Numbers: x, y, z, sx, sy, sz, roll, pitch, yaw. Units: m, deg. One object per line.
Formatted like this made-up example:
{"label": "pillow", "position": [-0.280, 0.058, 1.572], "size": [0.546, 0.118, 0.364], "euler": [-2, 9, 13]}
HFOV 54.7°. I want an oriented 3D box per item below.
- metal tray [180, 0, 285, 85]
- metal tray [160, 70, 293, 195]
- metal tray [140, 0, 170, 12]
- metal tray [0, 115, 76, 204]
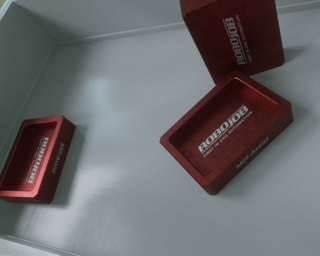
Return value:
{"label": "metal tray", "position": [0.088, -0.110, 0.359], "size": [0.090, 0.130, 0.030], "euler": [-17, 55, 18]}
{"label": "metal tray", "position": [0.075, 0.002, 0.361], "size": [0.130, 0.030, 0.090], "euler": [-43, 51, -2]}
{"label": "metal tray", "position": [0.018, -0.278, 0.566], "size": [0.130, 0.030, 0.090], "euler": [-26, 53, 12]}
{"label": "metal tray", "position": [-0.189, 0.047, 0.473], "size": [0.090, 0.030, 0.130], "euler": [-4, 60, 26]}
